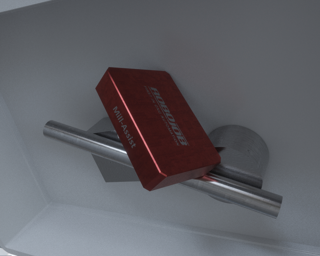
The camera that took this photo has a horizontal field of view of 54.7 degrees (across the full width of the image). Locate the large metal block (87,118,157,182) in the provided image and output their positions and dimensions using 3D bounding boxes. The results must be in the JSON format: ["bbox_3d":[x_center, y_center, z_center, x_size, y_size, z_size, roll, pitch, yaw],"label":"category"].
[{"bbox_3d":[-0.048,0.027,0.432,0.080,0.050,0.080,-8,115,31],"label":"large metal block"}]

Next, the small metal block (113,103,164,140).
[{"bbox_3d":[-0.027,-0.016,0.366,0.050,0.025,0.050,-15,77,5],"label":"small metal block"}]

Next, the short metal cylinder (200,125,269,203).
[{"bbox_3d":[0.085,0.044,0.372,0.080,0.050,0.079,13,124,20],"label":"short metal cylinder"}]

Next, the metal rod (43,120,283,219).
[{"bbox_3d":[-0.012,0.043,0.372,0.301,0.025,0.025,17,125,18],"label":"metal rod"}]

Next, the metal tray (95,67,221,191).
[{"bbox_3d":[-0.002,-0.005,0.329,0.030,0.091,0.130,-47,61,38],"label":"metal tray"}]
